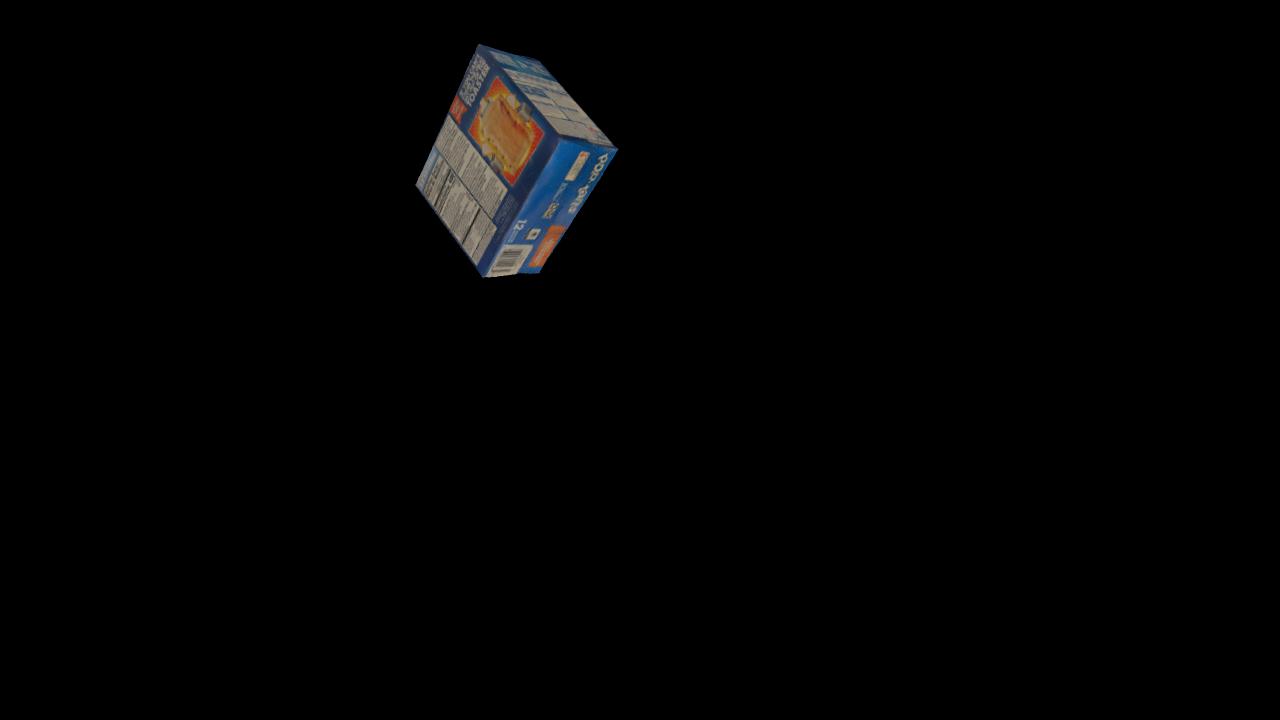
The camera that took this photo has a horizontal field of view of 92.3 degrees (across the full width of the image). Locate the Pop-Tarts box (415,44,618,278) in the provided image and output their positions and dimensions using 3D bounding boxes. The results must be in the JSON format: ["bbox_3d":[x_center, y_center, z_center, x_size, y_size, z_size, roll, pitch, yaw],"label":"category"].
[{"bbox_3d":[-0.128,-0.192,0.615,0.083,0.141,0.167,-15,-29,-53],"label":"Pop-Tarts box"}]
